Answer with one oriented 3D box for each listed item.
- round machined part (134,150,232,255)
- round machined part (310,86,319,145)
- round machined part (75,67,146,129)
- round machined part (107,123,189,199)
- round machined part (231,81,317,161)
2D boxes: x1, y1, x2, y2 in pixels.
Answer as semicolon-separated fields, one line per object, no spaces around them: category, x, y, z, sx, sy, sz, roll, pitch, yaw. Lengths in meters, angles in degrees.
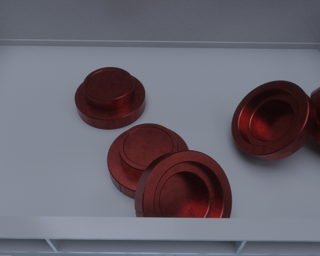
round machined part;0.020;0.072;0.313;0.099;0.042;0.097;4;81;-25
round machined part;0.219;-0.006;0.383;0.099;0.042;0.098;21;49;-26
round machined part;-0.070;-0.048;0.434;0.099;0.042;0.098;0;50;0
round machined part;-0.013;0.033;0.366;0.099;0.042;0.098;0;50;0
round machined part;0.141;-0.005;0.378;0.098;0.042;0.098;-29;46;35
